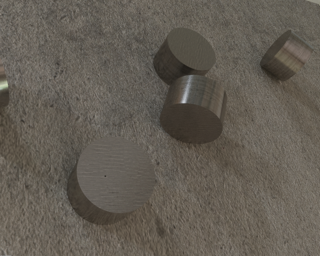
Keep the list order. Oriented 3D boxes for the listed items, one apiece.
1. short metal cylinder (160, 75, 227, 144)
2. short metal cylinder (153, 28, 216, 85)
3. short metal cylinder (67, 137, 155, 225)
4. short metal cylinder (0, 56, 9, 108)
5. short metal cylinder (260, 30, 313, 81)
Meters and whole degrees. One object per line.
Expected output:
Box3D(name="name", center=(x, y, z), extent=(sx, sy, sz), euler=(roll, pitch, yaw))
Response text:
Box3D(name="short metal cylinder", center=(0.045, -0.023, 0.406), extent=(0.080, 0.080, 0.050), euler=(26, 53, -12))
Box3D(name="short metal cylinder", center=(0.037, -0.105, 0.471), extent=(0.081, 0.050, 0.080), euler=(14, 56, -21))
Box3D(name="short metal cylinder", center=(-0.052, 0.056, 0.326), extent=(0.081, 0.050, 0.080), euler=(14, 56, -21))
Box3D(name="short metal cylinder", center=(-0.188, -0.053, 0.300), extent=(0.050, 0.080, 0.080), euler=(-21, 73, -36))
Box3D(name="short metal cylinder", center=(0.234, -0.134, 0.576), extent=(0.050, 0.080, 0.080), euler=(36, 51, -5))
